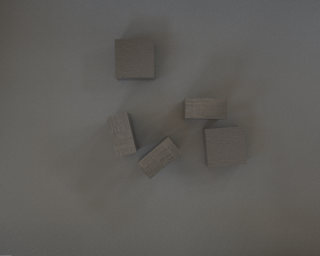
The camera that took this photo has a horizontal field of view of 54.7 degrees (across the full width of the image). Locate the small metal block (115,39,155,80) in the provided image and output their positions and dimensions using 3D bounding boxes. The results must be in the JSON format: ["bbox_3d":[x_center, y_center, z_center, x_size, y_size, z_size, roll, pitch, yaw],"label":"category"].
[{"bbox_3d":[-0.033,-0.090,0.411,0.050,0.025,0.050,-1,90,-1],"label":"small metal block"}]

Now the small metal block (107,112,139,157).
[{"bbox_3d":[-0.046,0.008,0.398,0.025,0.050,0.050,-14,90,0],"label":"small metal block"}]

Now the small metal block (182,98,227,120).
[{"bbox_3d":[0.056,-0.024,0.400,0.050,0.050,0.025,2,90,-1],"label":"small metal block"}]

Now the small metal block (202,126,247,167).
[{"bbox_3d":[0.085,0.024,0.413,0.050,0.025,0.050,-5,90,-1],"label":"small metal block"}]

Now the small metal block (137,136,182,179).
[{"bbox_3d":[-0.001,0.036,0.399,0.050,0.050,0.025,-40,90,0],"label":"small metal block"}]
